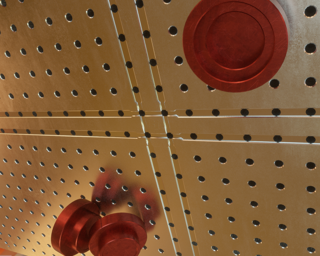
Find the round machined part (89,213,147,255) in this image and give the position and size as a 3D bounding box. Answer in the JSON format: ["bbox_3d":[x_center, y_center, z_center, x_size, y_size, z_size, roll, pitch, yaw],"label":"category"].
[{"bbox_3d":[-0.070,0.193,0.523,0.099,0.042,0.097,-7,122,-11],"label":"round machined part"}]

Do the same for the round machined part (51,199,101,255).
[{"bbox_3d":[-0.137,0.177,0.541,0.042,0.099,0.097,16,125,27],"label":"round machined part"}]

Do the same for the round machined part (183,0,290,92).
[{"bbox_3d":[0.076,-0.088,0.305,0.098,0.042,0.097,13,124,20],"label":"round machined part"}]
